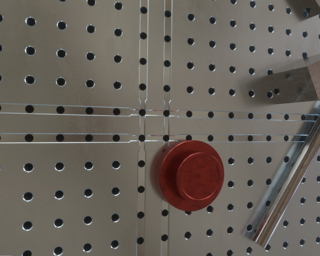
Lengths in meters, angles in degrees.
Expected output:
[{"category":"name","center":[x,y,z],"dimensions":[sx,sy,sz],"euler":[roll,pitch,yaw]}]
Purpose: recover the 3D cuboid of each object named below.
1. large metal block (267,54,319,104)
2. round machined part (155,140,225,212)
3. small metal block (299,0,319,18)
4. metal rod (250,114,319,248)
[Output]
[{"category":"large metal block","center":[0.228,-0.077,0.470],"dimensions":[0.081,0.080,0.050],"euler":[-26,99,-18]},{"category":"round machined part","center":[0.046,0.065,0.422],"dimensions":[0.099,0.042,0.097],"euler":[0,90,-21]},{"category":"small metal block","center":[0.260,-0.221,0.510],"dimensions":[0.050,0.025,0.050],"euler":[-46,105,-14]},{"category":"metal rod","center":[0.230,0.054,0.500],"dimensions":[0.025,0.025,0.300],"euler":[38,78,-17]}]
